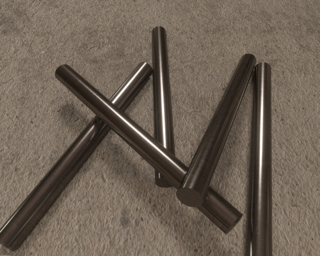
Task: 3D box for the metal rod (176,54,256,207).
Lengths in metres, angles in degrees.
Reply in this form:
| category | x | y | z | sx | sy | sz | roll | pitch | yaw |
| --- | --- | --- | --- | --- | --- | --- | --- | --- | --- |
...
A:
| category | x | y | z | sx | sy | sz | roll | pitch | yaw |
| --- | --- | --- | --- | --- | --- | --- | --- | --- | --- |
| metal rod | 0.084 | -0.023 | 0.386 | 0.025 | 0.025 | 0.301 | 18 | 41 | 14 |

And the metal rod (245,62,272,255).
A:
| category | x | y | z | sx | sy | sz | roll | pitch | yaw |
| --- | --- | --- | --- | --- | --- | --- | --- | --- | --- |
| metal rod | 0.127 | 0.020 | 0.388 | 0.025 | 0.025 | 0.300 | 10 | 51 | 8 |

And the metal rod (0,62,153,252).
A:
| category | x | y | z | sx | sy | sz | roll | pitch | yaw |
| --- | --- | --- | --- | --- | --- | --- | --- | --- | --- |
| metal rod | -0.088 | 0.011 | 0.392 | 0.025 | 0.025 | 0.301 | 21 | 53 | 16 |

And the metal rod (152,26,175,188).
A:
| category | x | y | z | sx | sy | sz | roll | pitch | yaw |
| --- | --- | --- | --- | --- | --- | --- | --- | --- | --- |
| metal rod | 0.003 | -0.053 | 0.447 | 0.025 | 0.025 | 0.300 | -1 | 50 | -1 |

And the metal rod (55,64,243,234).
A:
| category | x | y | z | sx | sy | sz | roll | pitch | yaw |
| --- | --- | --- | --- | --- | --- | --- | --- | --- | --- |
| metal rod | -0.032 | 0.007 | 0.363 | 0.025 | 0.025 | 0.300 | -36 | 59 | -26 |
